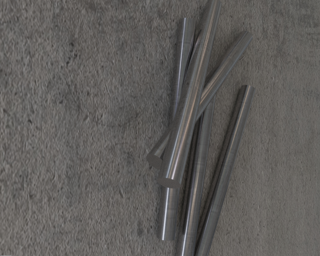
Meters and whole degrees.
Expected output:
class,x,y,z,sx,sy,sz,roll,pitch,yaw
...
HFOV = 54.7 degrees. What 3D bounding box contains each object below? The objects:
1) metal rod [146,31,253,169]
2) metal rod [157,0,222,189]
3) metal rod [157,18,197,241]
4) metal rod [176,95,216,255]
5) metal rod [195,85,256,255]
class,x,y,z,sx,sy,sz,roll,pitch,yaw
metal rod,0.070,-0.058,0.438,0.301,0.025,0.025,-52,121,-36
metal rod,0.046,-0.065,0.395,0.025,0.025,0.300,40,51,-33
metal rod,0.023,-0.002,0.423,0.025,0.025,0.298,10,84,-40
metal rod,0.049,0.092,0.445,0.025,0.025,0.299,15,80,-39
metal rod,0.102,0.067,0.489,0.025,0.025,0.299,32,70,-36
